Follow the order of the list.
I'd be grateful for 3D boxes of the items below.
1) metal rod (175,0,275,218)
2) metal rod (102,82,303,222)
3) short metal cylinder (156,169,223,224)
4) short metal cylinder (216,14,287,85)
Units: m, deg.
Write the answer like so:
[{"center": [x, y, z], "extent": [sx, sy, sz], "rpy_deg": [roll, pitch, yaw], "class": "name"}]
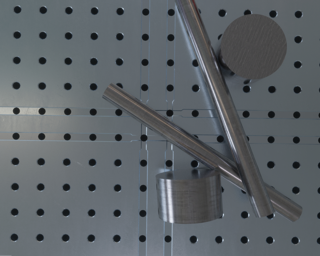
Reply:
[{"center": [0.081, -0.034, 0.399], "extent": [0.025, 0.025, 0.299], "rpy_deg": [-19, 84, 0], "class": "metal rod"}, {"center": [0.056, 0.032, 0.413], "extent": [0.301, 0.025, 0.025], "rpy_deg": [33, 90, 0], "class": "metal rod"}, {"center": [0.036, 0.082, 0.386], "extent": [0.080, 0.080, 0.050], "rpy_deg": [-4, 90, 0], "class": "short metal cylinder"}, {"center": [0.114, -0.099, 0.401], "extent": [0.081, 0.050, 0.080], "rpy_deg": [0, 90, 0], "class": "short metal cylinder"}]
